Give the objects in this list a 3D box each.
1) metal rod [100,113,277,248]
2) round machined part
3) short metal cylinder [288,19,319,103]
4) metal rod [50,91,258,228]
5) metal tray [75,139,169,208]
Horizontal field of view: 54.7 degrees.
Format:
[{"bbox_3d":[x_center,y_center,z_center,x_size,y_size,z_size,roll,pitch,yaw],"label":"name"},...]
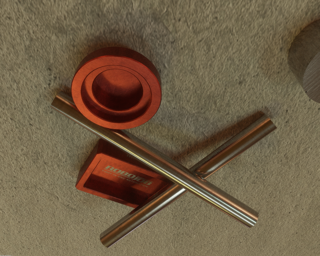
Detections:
[{"bbox_3d":[0.031,0.081,0.438,0.300,0.025,0.025,-39,121,14],"label":"metal rod"},{"bbox_3d":[-0.047,-0.048,0.354,0.099,0.042,0.097,0,130,0],"label":"round machined part"},{"bbox_3d":[0.186,-0.072,0.332,0.081,0.050,0.079,0,130,0],"label":"short metal cylinder"},{"bbox_3d":[0.000,0.044,0.399,0.301,0.025,0.025,32,124,-8],"label":"metal rod"},{"bbox_3d":[-0.048,0.076,0.467,0.131,0.030,0.089,24,126,-19],"label":"metal tray"}]
